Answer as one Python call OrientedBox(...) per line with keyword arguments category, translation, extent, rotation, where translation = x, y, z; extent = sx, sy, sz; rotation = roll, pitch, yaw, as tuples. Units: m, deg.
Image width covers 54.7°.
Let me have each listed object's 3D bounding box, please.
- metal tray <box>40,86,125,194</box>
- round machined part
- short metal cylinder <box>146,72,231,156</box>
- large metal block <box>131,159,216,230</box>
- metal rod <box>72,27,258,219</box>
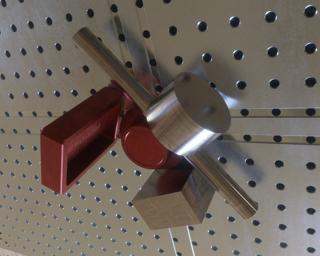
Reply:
OrientedBox(category="metal tray", translation=(-0.096, 0.012, 0.400), extent=(0.030, 0.131, 0.089), rotation=(25, 127, 13))
OrientedBox(category="round machined part", translation=(-0.012, 0.017, 0.415), extent=(0.098, 0.042, 0.097), rotation=(13, 124, 20))
OrientedBox(category="short metal cylinder", translation=(0.032, -0.015, 0.347), extent=(0.080, 0.080, 0.050), rotation=(45, 129, -3))
OrientedBox(category="large metal block", translation=(0.023, 0.086, 0.415), extent=(0.080, 0.080, 0.050), rotation=(-21, 108, 35))
OrientedBox(category="metal rod", translation=(0.009, -0.003, 0.376), extent=(0.300, 0.025, 0.025), rotation=(46, 129, -5))
